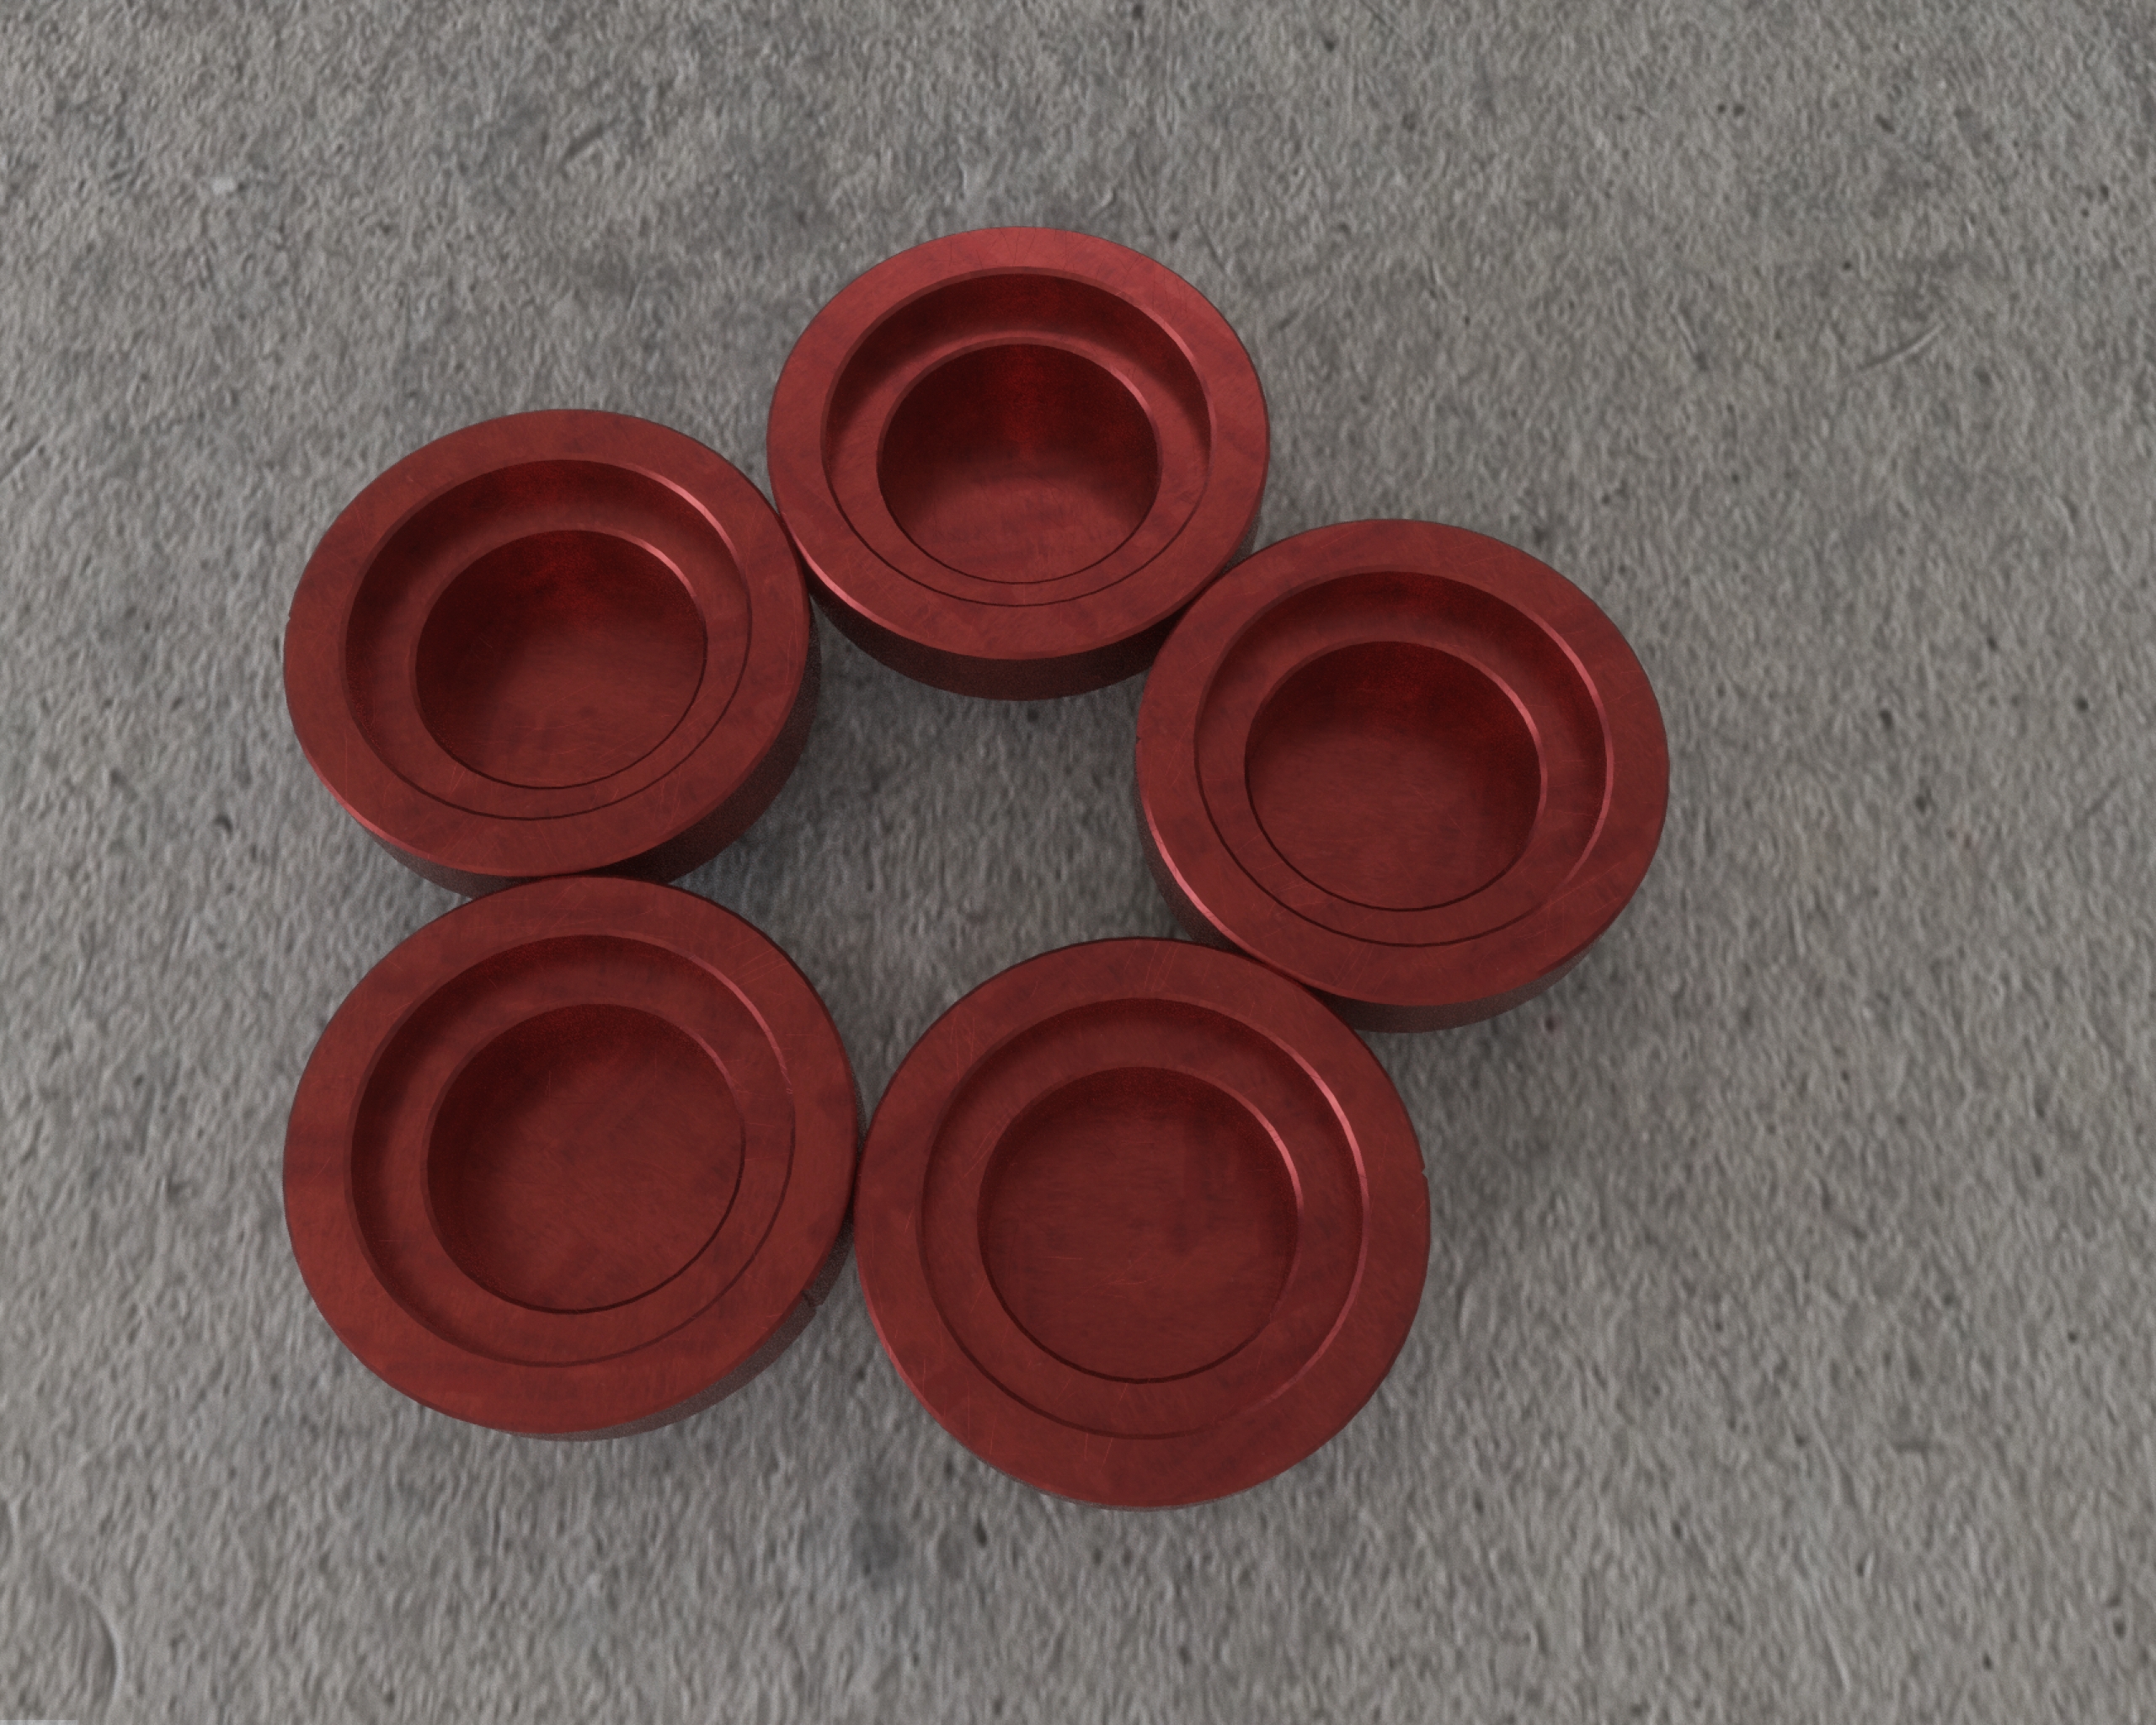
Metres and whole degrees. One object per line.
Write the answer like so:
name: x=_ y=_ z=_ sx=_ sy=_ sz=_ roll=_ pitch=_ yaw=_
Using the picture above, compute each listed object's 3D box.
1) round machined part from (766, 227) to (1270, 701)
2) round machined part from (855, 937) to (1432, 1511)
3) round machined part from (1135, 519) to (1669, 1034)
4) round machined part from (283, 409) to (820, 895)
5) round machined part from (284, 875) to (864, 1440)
round machined part: x=-0.012 y=-0.077 z=0.427 sx=0.099 sy=0.042 sz=0.098 roll=0 pitch=70 yaw=0
round machined part: x=0.011 y=0.066 z=0.375 sx=0.099 sy=0.042 sz=0.098 roll=0 pitch=70 yaw=0
round machined part: x=0.060 y=-0.014 z=0.404 sx=0.099 sy=0.042 sz=0.098 roll=0 pitch=70 yaw=0
round machined part: x=-0.100 y=-0.036 z=0.412 sx=0.099 sy=0.042 sz=0.098 roll=0 pitch=70 yaw=0
round machined part: x=-0.087 y=0.055 z=0.378 sx=0.099 sy=0.042 sz=0.098 roll=0 pitch=70 yaw=0
